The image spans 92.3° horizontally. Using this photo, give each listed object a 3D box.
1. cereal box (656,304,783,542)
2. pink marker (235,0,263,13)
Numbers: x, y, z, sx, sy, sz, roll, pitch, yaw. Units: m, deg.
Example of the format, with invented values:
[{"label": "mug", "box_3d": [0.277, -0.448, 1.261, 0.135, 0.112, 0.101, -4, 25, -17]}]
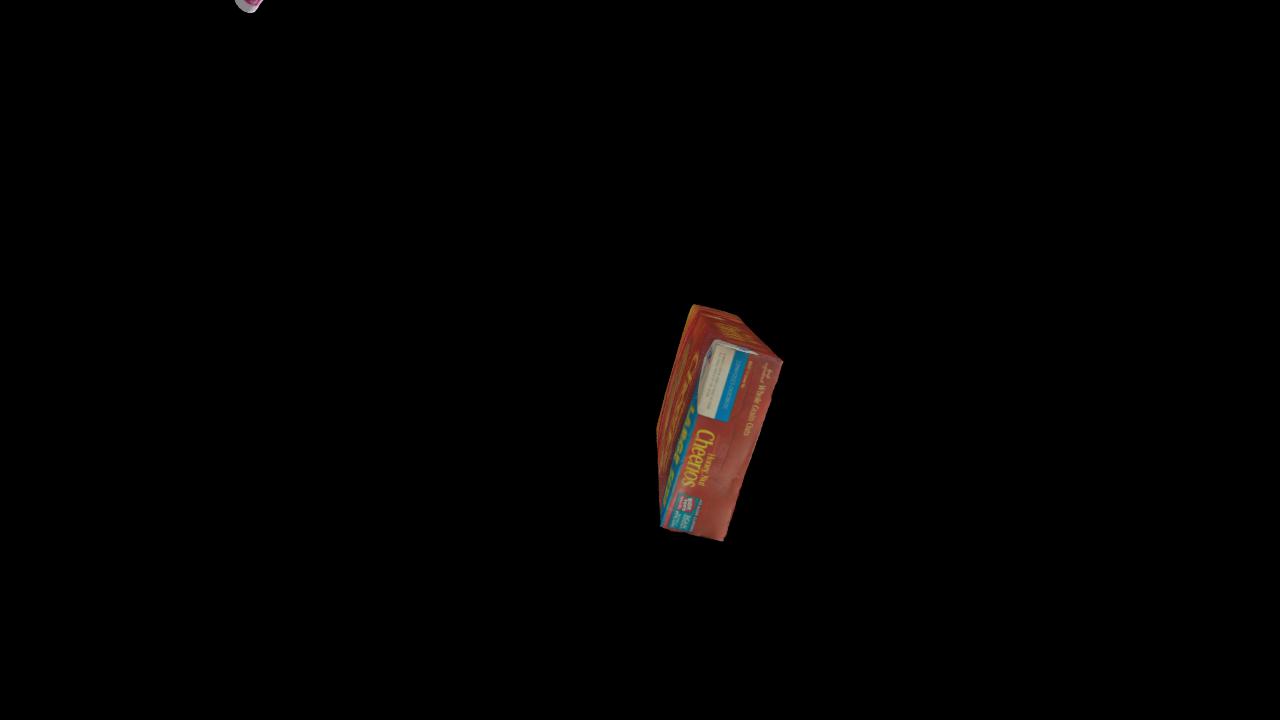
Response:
[{"label": "cereal box", "box_3d": [0.080, 0.053, 0.751, 0.081, 0.203, 0.306, 15, 13, -2]}, {"label": "pink marker", "box_3d": [-0.336, -0.351, 0.556, 0.121, 0.020, 0.020, -7, -5, 41]}]
